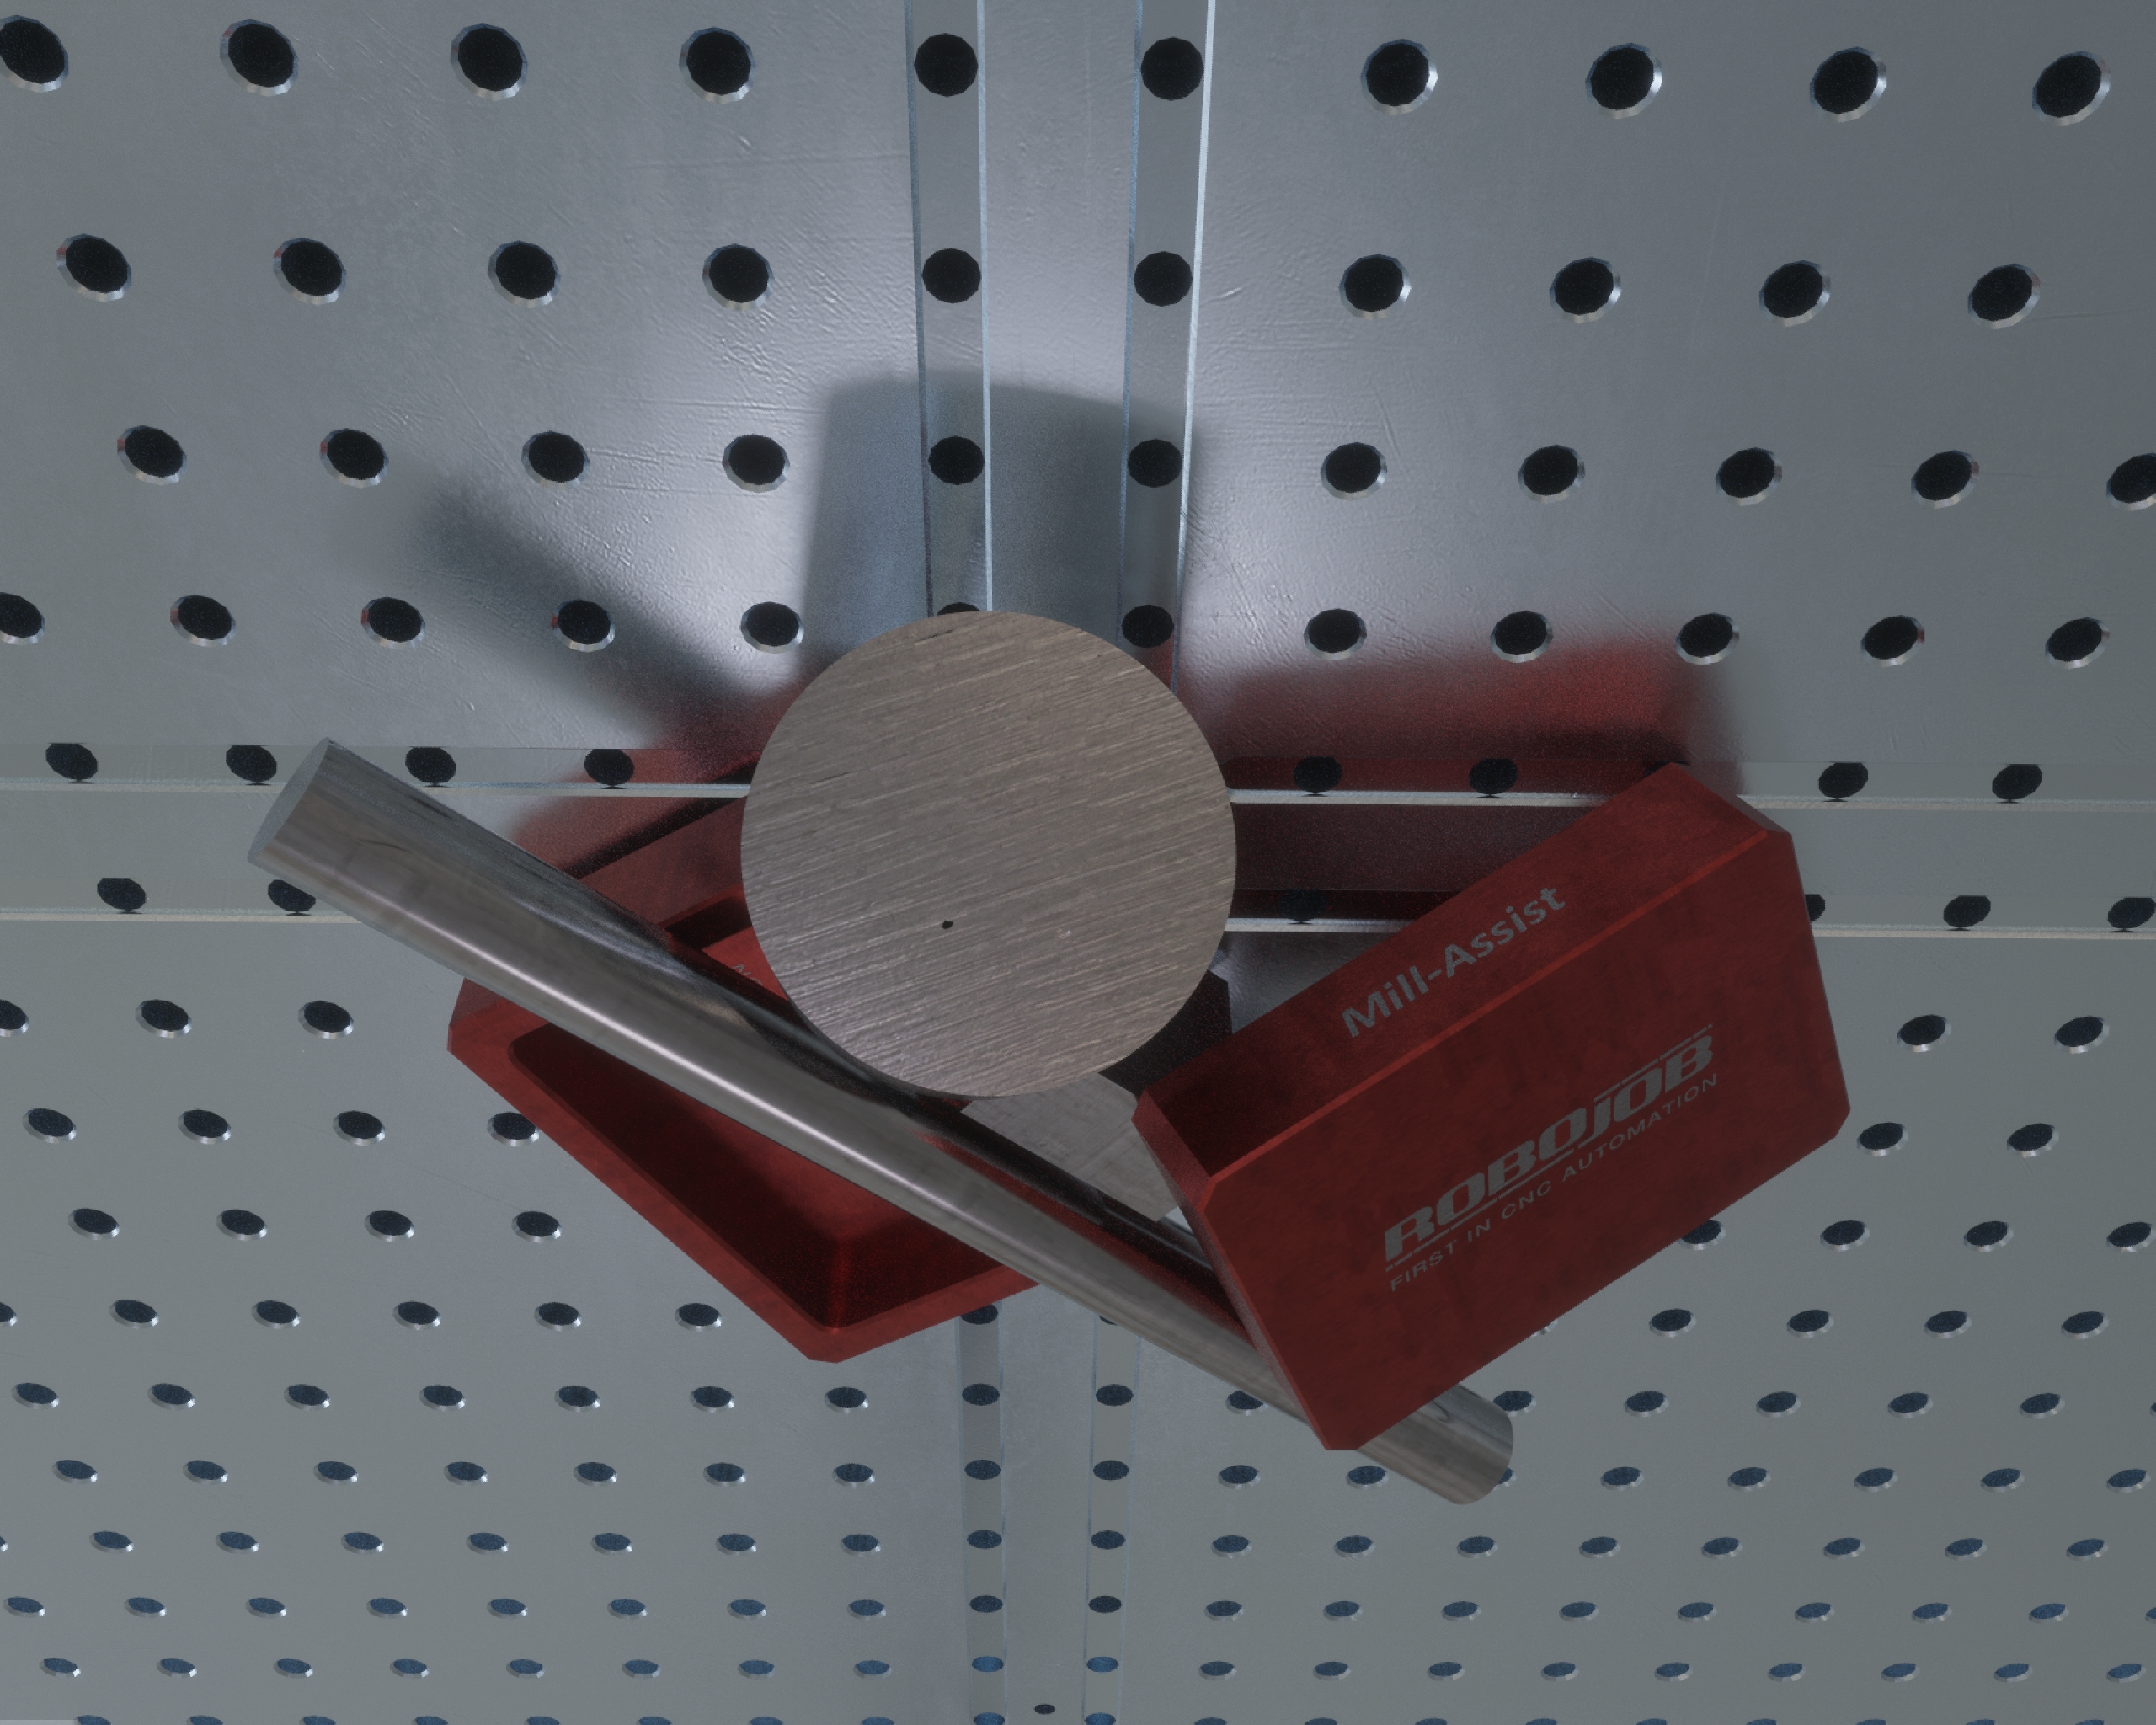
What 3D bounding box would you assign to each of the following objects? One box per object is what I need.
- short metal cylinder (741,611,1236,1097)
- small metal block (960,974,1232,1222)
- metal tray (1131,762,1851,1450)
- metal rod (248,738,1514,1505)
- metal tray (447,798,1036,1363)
[{"bbox_3d":[-0.017,0.001,0.363,0.081,0.080,0.050,6,172,-6],"label":"short metal cylinder"},{"bbox_3d":[0.005,0.036,0.421,0.050,0.050,0.025,33,123,-25],"label":"small metal block"},{"bbox_3d":[0.085,0.050,0.413,0.131,0.030,0.090,-31,128,-6],"label":"metal tray"},{"bbox_3d":[-0.021,0.063,0.421,0.301,0.025,0.025,33,123,-26],"label":"metal rod"},{"bbox_3d":[-0.055,0.049,0.444,0.090,0.030,0.130,-25,126,20],"label":"metal tray"}]
